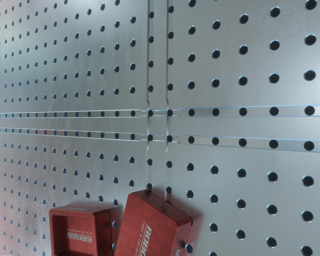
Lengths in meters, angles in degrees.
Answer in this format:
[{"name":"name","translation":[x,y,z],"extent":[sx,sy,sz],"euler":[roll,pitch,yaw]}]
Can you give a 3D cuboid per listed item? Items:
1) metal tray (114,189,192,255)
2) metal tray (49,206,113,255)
[{"name":"metal tray","translation":[-0.015,0.161,0.420],"extent":[0.090,0.030,0.129],"euler":[22,104,38]},{"name":"metal tray","translation":[-0.136,0.181,0.519],"extent":[0.130,0.030,0.090],"euler":[-9,84,39]}]
